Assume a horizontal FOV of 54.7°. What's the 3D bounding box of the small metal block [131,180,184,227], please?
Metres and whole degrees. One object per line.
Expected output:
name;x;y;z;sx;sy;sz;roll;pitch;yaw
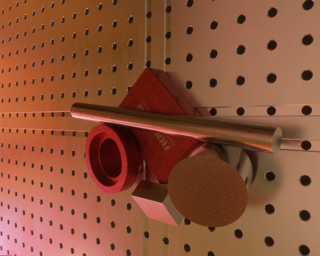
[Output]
small metal block;0.000;0.094;0.390;0.050;0.025;0.050;3;136;39

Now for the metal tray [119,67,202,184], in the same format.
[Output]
metal tray;0.002;-0.004;0.404;0.090;0.030;0.130;-51;61;27

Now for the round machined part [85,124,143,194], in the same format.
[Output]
round machined part;-0.062;0.041;0.440;0.098;0.042;0.097;8;102;44

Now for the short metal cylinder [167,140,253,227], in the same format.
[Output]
short metal cylinder;0.054;0.056;0.327;0.080;0.050;0.079;7;111;19

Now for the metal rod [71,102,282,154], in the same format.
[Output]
metal rod;-0.009;-0.007;0.374;0.300;0.025;0.025;9;96;39
